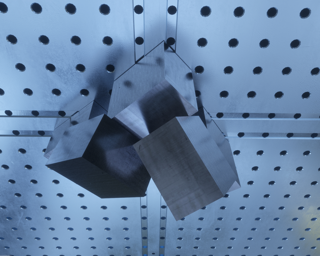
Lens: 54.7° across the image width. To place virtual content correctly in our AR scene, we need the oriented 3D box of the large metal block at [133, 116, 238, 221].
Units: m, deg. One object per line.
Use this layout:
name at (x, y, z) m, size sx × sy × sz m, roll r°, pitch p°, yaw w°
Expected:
large metal block at (0.029, 0.035, 0.313) m, size 0.050 × 0.080 × 0.080 m, roll -34°, pitch 80°, yaw 20°

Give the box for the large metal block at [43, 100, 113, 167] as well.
large metal block at (-0.090, 0.023, 0.413) m, size 0.080 × 0.050 × 0.080 m, roll -32°, pitch 124°, yaw 24°

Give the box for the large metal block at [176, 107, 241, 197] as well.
large metal block at (0.058, 0.034, 0.403) m, size 0.050 × 0.080 × 0.080 m, roll -27°, pitch 125°, yaw 21°

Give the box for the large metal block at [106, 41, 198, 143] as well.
large metal block at (-0.009, -0.037, 0.342) m, size 0.080 × 0.080 × 0.050 m, roll -34°, pitch 123°, yaw 25°

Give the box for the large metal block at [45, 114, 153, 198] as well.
large metal block at (-0.063, 0.036, 0.338) m, size 0.080 × 0.050 × 0.080 m, roll -15°, pitch 134°, yaw 46°
